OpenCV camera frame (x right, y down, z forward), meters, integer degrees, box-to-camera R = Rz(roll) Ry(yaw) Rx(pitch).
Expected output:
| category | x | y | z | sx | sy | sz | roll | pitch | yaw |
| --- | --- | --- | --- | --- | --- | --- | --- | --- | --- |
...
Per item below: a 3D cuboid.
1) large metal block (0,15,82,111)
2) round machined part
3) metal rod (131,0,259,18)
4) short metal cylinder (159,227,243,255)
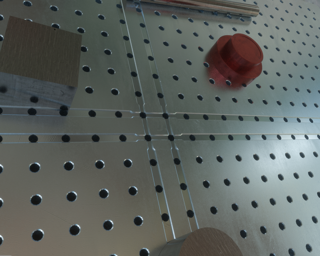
| category | x | y | z | sx | sy | sz | roll | pitch | yaw |
| --- | --- | --- | --- | --- | --- | --- | --- | --- | --- |
| large metal block | -0.140 | -0.073 | 0.362 | 0.081 | 0.050 | 0.080 | 10 | 58 | -23 |
| round machined part | 0.144 | -0.129 | 0.553 | 0.099 | 0.042 | 0.098 | 14 | 56 | -21 |
| metal rod | 0.077 | -0.241 | 0.595 | 0.303 | 0.025 | 0.025 | -6 | 65 | -31 |
| short metal cylinder | 0.043 | 0.150 | 0.323 | 0.081 | 0.050 | 0.080 | 14 | 56 | -21 |
